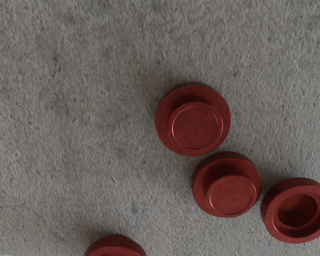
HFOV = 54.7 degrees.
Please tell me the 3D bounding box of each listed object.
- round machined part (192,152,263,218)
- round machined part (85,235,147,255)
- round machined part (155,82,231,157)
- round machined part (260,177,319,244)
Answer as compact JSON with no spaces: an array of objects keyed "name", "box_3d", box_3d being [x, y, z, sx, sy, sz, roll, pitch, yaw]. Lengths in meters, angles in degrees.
[{"name":"round machined part","box_3d":[0.095,0.086,0.434,0.099,0.042,0.097,0,110,-1]},{"name":"round machined part","box_3d":[-0.068,0.205,0.475,0.099,0.042,0.097,0,110,-1]},{"name":"round machined part","box_3d":[0.043,-0.007,0.399,0.099,0.042,0.097,0,110,-1]},{"name":"round machined part","box_3d":[0.193,0.113,0.445,0.099,0.042,0.097,0,110,-1]}]
